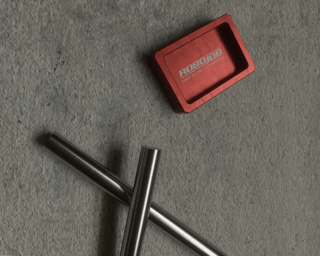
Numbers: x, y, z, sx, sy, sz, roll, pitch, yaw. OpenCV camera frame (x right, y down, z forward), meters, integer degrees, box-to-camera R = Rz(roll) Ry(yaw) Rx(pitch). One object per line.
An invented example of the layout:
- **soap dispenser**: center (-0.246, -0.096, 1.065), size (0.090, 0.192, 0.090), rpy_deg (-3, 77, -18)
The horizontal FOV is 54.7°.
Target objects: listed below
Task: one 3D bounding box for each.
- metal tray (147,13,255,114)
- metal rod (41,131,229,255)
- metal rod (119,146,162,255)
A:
- **metal tray**: center (0.060, -0.088, 0.429), size (0.131, 0.030, 0.090), rpy_deg (-33, 101, -17)
- **metal rod**: center (-0.019, 0.104, 0.403), size (0.301, 0.025, 0.025), rpy_deg (39, 77, -16)
- **metal rod**: center (-0.039, 0.169, 0.377), size (0.025, 0.025, 0.298), rpy_deg (10, 93, -20)
